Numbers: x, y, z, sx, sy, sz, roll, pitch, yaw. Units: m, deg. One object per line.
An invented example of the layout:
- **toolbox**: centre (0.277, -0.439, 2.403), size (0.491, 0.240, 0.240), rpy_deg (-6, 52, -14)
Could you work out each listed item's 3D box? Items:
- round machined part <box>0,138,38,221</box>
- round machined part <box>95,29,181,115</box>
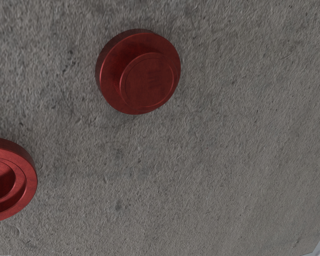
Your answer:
- **round machined part**: centre (-0.184, 0.051, 0.327), size (0.099, 0.042, 0.097), rpy_deg (-14, 124, -21)
- **round machined part**: centre (-0.019, -0.058, 0.349), size (0.099, 0.042, 0.097), rpy_deg (-14, 124, -21)
